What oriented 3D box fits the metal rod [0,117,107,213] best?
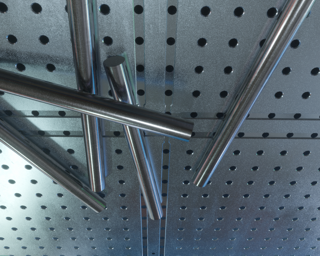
[{"bbox_3d":[-0.181,0.036,0.439,0.025,0.025,0.300,-27,126,20],"label":"metal rod"}]

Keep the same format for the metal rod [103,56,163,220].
[{"bbox_3d":[-0.029,0.037,0.442,0.025,0.025,0.298,-7,130,5],"label":"metal rod"}]

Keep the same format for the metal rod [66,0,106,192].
[{"bbox_3d":[-0.088,-0.023,0.391,0.025,0.025,0.298,3,130,-3],"label":"metal rod"}]

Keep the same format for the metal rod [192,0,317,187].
[{"bbox_3d":[0.102,-0.027,0.390,0.025,0.025,0.298,12,129,-11],"label":"metal rod"}]

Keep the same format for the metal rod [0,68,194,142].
[{"bbox_3d":[-0.110,-0.035,0.350,0.302,0.025,0.025,15,129,-2],"label":"metal rod"}]
